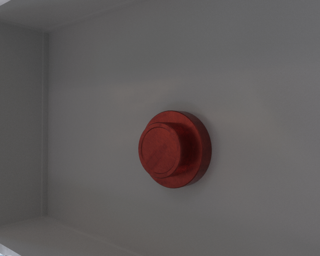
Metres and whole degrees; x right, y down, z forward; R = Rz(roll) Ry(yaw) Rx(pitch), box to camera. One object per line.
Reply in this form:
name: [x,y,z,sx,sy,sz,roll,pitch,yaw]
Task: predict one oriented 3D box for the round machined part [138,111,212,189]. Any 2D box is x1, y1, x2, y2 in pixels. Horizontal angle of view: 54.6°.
round machined part: [0.011,0.027,0.387,0.098,0.042,0.097,0,90,40]
